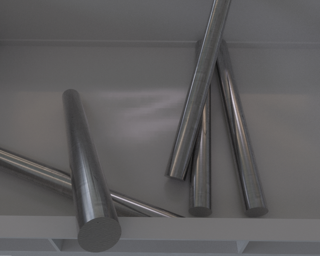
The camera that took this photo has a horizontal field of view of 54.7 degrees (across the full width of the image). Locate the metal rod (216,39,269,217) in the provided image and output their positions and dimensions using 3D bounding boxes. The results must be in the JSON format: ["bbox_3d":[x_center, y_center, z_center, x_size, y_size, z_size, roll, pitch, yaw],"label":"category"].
[{"bbox_3d":[0.101,-0.025,0.426,0.025,0.025,0.300,0,50,0],"label":"metal rod"}]

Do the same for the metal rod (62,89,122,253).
[{"bbox_3d":[-0.081,0.009,0.311,0.025,0.025,0.300,-16,25,-13],"label":"metal rod"}]

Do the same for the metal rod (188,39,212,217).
[{"bbox_3d":[0.058,-0.025,0.426,0.025,0.025,0.300,4,50,4],"label":"metal rod"}]

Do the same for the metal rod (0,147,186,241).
[{"bbox_3d":[-0.117,0.060,0.353,0.301,0.025,0.025,17,52,14],"label":"metal rod"}]

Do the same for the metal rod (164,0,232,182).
[{"bbox_3d":[0.058,-0.080,0.399,0.025,0.025,0.299,13,74,11],"label":"metal rod"}]
